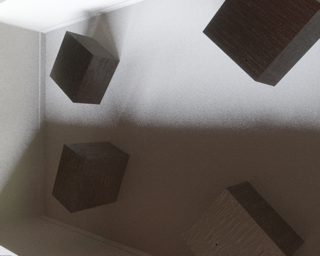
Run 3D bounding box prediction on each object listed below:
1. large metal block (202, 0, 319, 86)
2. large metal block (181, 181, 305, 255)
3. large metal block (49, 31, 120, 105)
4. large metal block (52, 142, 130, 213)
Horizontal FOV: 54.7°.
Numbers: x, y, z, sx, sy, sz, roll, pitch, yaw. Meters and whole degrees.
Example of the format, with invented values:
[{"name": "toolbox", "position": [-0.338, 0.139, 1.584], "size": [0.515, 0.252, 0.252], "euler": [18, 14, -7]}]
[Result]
[{"name": "large metal block", "position": [0.104, -0.099, 0.304], "size": [0.080, 0.050, 0.080], "euler": [-52, 60, 27]}, {"name": "large metal block", "position": [0.083, 0.115, 0.321], "size": [0.080, 0.050, 0.080], "euler": [50, 119, 28]}, {"name": "large metal block", "position": [-0.120, -0.093, 0.487], "size": [0.080, 0.050, 0.080], "euler": [43, 116, 31]}, {"name": "large metal block", "position": [-0.100, 0.068, 0.451], "size": [0.050, 0.081, 0.079], "euler": [28, 107, 36]}]
